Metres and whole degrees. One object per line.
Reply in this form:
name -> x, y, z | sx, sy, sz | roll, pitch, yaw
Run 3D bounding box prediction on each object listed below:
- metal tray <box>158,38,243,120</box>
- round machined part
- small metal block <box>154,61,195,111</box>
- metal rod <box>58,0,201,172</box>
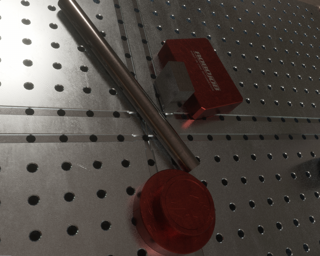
metal tray -> 0.064, -0.082, 0.492 | 0.091, 0.030, 0.130 | -14, 69, -34
round machined part -> 0.023, 0.092, 0.355 | 0.099, 0.042, 0.098 | 14, 56, -21
small metal block -> 0.019, -0.059, 0.440 | 0.025, 0.050, 0.050 | -3, 64, -30
metal rod -> -0.047, -0.064, 0.423 | 0.025, 0.025, 0.299 | -30, 79, -38
